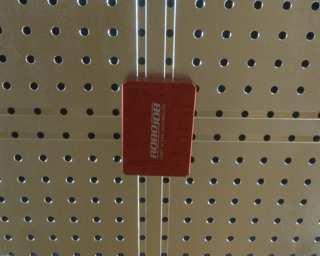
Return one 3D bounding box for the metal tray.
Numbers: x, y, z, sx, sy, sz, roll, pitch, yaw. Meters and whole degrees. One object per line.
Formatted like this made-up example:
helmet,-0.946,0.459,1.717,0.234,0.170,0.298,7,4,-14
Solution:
metal tray,-0.003,0.000,0.410,0.091,0.030,0.129,2,110,-1
